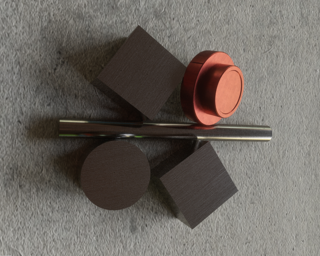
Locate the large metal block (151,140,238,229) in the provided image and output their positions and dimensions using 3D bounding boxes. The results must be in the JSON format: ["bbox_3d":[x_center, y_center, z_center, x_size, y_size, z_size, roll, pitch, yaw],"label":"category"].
[{"bbox_3d":[0.043,0.072,0.414,0.080,0.050,0.080,-35,102,-17],"label":"large metal block"}]

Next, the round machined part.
[{"bbox_3d":[0.074,-0.050,0.405,0.099,0.042,0.097,-21,119,-42],"label":"round machined part"}]

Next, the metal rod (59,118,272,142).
[{"bbox_3d":[0.022,0.004,0.420,0.303,0.025,0.025,2,90,-21],"label":"metal rod"}]

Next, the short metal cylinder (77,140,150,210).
[{"bbox_3d":[-0.058,0.054,0.376,0.081,0.050,0.079,0,90,-21],"label":"short metal cylinder"}]

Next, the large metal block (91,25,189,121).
[{"bbox_3d":[-0.026,-0.064,0.386,0.080,0.050,0.080,38,78,-16],"label":"large metal block"}]
